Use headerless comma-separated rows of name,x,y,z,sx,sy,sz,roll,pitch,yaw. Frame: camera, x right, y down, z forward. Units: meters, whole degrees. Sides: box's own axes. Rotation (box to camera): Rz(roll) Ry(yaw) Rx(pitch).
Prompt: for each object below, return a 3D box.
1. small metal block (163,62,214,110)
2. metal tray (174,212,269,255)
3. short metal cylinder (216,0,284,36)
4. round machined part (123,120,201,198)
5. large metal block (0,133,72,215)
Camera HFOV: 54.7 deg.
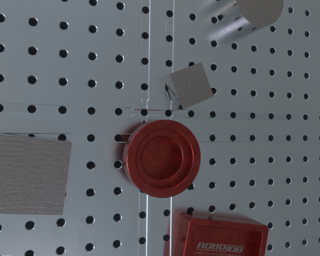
small metal block,0.039,-0.057,0.427,0.050,0.025,0.050,-24,98,-19
metal tray,0.087,0.175,0.442,0.131,0.030,0.090,12,86,-20
short metal cylinder,0.128,-0.179,0.446,0.081,0.050,0.079,0,90,-20
round machined part,0.000,0.038,0.404,0.099,0.042,0.097,0,90,-20
large metal block,-0.147,0.050,0.345,0.081,0.050,0.080,7,88,-20
